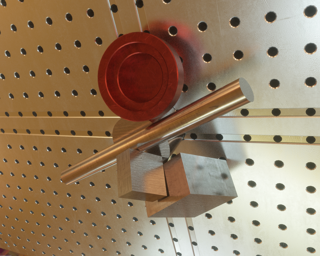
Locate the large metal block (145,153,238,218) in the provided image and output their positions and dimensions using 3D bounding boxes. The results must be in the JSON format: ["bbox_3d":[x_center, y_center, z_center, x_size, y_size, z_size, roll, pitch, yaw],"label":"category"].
[{"bbox_3d":[0.036,0.076,0.393,0.081,0.050,0.080,13,142,-37],"label":"large metal block"}]

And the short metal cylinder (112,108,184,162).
[{"bbox_3d":[-0.014,0.009,0.406,0.080,0.050,0.079,13,124,20],"label":"short metal cylinder"}]

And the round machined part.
[{"bbox_3d":[-0.019,-0.058,0.358,0.098,0.042,0.097,3,97,22],"label":"round machined part"}]

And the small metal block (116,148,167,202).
[{"bbox_3d":[-0.022,0.056,0.361,0.050,0.050,0.025,19,142,-39],"label":"small metal block"}]

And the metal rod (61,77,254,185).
[{"bbox_3d":[-0.029,0.019,0.371,0.299,0.025,0.025,-27,104,37],"label":"metal rod"}]
